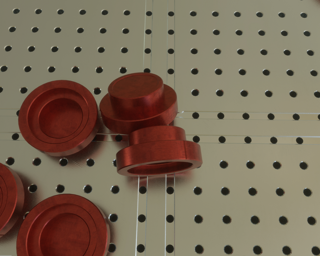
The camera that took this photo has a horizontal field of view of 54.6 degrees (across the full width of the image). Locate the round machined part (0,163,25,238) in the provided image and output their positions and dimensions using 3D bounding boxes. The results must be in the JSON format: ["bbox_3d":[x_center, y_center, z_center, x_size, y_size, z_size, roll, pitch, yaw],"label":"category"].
[{"bbox_3d":[-0.211,0.089,0.369,0.099,0.042,0.098,0,70,0],"label":"round machined part"}]

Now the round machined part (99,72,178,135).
[{"bbox_3d":[-0.028,-0.037,0.391,0.098,0.042,0.098,-5,35,4],"label":"round machined part"}]

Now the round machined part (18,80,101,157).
[{"bbox_3d":[-0.127,-0.010,0.406,0.099,0.042,0.098,0,70,0],"label":"round machined part"}]

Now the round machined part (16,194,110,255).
[{"bbox_3d":[-0.106,0.128,0.356,0.099,0.042,0.098,0,70,0],"label":"round machined part"}]

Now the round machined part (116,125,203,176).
[{"bbox_3d":[-0.002,0.027,0.362,0.099,0.098,0.042,-6,73,-2],"label":"round machined part"}]
